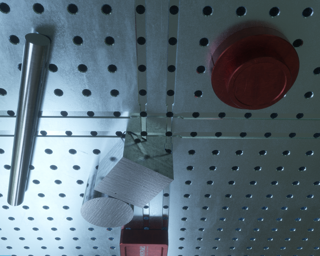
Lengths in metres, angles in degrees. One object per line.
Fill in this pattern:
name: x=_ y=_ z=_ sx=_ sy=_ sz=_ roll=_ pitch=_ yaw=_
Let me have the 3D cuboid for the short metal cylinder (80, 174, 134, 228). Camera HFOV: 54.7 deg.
short metal cylinder: x=-0.081 y=0.114 z=0.492 sx=0.081 sy=0.050 sz=0.079 roll=0 pitch=130 yaw=0

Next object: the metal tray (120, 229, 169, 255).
metal tray: x=-0.032 y=0.252 z=0.622 sx=0.091 sy=0.030 sz=0.129 roll=2 pitch=130 yaw=-2

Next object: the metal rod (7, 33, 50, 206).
metal rod: x=-0.184 y=0.012 z=0.419 sx=0.025 sy=0.025 sz=0.298 roll=16 pitch=128 yaw=-14

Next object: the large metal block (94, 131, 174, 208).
large metal block: x=-0.037 y=0.063 z=0.448 sx=0.080 sy=0.050 sz=0.080 roll=28 pitch=125 yaw=-22

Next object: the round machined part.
round machined part: x=0.108 y=-0.059 z=0.351 sx=0.099 sy=0.042 sz=0.097 roll=0 pitch=130 yaw=0
